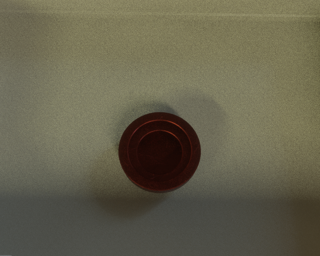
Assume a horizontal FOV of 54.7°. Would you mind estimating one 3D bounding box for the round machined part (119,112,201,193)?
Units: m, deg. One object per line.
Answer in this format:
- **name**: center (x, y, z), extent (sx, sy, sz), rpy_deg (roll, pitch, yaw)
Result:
- **round machined part**: center (0.000, 0.033, 0.389), extent (0.099, 0.042, 0.098), rpy_deg (0, 70, -1)
